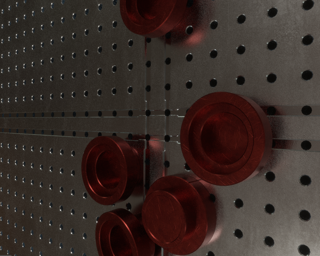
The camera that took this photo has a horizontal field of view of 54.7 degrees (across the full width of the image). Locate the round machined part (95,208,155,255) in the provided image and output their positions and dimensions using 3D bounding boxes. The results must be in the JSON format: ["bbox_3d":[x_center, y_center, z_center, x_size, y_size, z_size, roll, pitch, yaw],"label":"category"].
[{"bbox_3d":[-0.045,0.159,0.427,0.098,0.042,0.097,8,101,46],"label":"round machined part"}]

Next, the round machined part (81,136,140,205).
[{"bbox_3d":[-0.068,0.060,0.452,0.098,0.042,0.097,0,90,39],"label":"round machined part"}]

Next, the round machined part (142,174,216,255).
[{"bbox_3d":[0.016,0.108,0.383,0.098,0.042,0.097,0,90,39],"label":"round machined part"}]

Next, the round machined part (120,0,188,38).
[{"bbox_3d":[-0.003,-0.165,0.399,0.098,0.042,0.097,0,90,39],"label":"round machined part"}]

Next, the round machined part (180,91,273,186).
[{"bbox_3d":[0.074,0.011,0.336,0.098,0.042,0.097,0,90,39],"label":"round machined part"}]
